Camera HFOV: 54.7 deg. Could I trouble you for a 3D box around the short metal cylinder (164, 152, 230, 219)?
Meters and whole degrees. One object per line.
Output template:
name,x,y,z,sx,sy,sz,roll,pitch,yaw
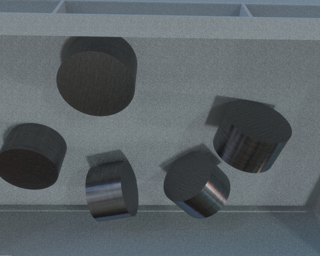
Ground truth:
short metal cylinder,0.052,0.081,0.443,0.080,0.080,0.050,-30,124,23

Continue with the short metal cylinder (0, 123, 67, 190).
short metal cylinder,-0.174,0.040,0.424,0.081,0.050,0.079,0,130,0

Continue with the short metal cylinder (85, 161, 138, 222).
short metal cylinder,-0.067,0.091,0.450,0.050,0.080,0.080,-12,129,9

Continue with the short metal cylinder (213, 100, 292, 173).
short metal cylinder,0.112,0.009,0.383,0.081,0.080,0.050,9,130,-8

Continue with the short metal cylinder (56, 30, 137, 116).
short metal cylinder,-0.067,-0.060,0.341,0.081,0.050,0.079,0,130,0
